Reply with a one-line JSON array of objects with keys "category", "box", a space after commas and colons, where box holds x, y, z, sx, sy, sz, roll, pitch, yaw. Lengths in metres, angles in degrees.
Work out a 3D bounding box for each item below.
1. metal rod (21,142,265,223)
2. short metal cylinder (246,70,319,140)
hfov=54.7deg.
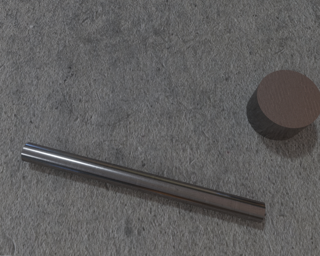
[{"category": "metal rod", "box": [-0.024, 0.066, 0.383, 0.302, 0.025, 0.025, 14, 71, 4]}, {"category": "short metal cylinder", "box": [0.161, -0.029, 0.407, 0.081, 0.050, 0.080, 0, 70, 0]}]
